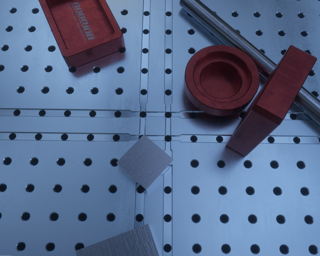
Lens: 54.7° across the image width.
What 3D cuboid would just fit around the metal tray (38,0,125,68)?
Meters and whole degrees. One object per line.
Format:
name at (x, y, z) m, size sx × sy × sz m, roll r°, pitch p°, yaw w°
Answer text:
metal tray at (-0.120, -0.163, 0.467) m, size 0.091 × 0.030 × 0.130 m, roll -24°, pitch 72°, yaw -9°

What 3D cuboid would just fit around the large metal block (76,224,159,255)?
large metal block at (-0.037, 0.159, 0.340) m, size 0.081 × 0.050 × 0.080 m, roll -19°, pitch 71°, yaw -7°

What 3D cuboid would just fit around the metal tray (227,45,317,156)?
metal tray at (0.126, -0.025, 0.367) m, size 0.030 × 0.130 × 0.090 m, roll 32°, pitch 73°, yaw 10°

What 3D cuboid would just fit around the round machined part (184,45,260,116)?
round machined part at (0.082, -0.061, 0.426) m, size 0.099 × 0.042 × 0.098 m, roll 0°, pitch 70°, yaw -1°

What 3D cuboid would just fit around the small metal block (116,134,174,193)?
small metal block at (-0.019, 0.045, 0.395) m, size 0.050 × 0.025 × 0.050 m, roll 40°, pitch 74°, yaw 13°

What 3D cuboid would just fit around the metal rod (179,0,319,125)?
metal rod at (0.141, -0.098, 0.449) m, size 0.025 × 0.025 × 0.300 m, roll -41°, pitch 75°, yaw -14°
